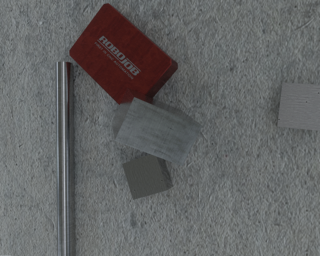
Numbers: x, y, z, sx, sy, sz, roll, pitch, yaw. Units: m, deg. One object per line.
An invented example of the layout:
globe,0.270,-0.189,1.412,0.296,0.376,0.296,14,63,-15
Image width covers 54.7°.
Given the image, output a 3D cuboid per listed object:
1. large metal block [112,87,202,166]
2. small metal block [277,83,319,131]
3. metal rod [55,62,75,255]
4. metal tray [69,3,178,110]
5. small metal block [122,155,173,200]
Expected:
large metal block,-0.008,-0.004,0.365,0.080,0.080,0.050,22,99,-16
small metal block,0.163,-0.024,0.352,0.050,0.025,0.050,7,92,19
metal rod,-0.140,0.054,0.456,0.025,0.025,0.298,-1,90,19
metal tray,-0.052,-0.094,0.424,0.130,0.030,0.090,45,103,14
small metal block,-0.016,0.063,0.414,0.050,0.025,0.050,-20,84,18
